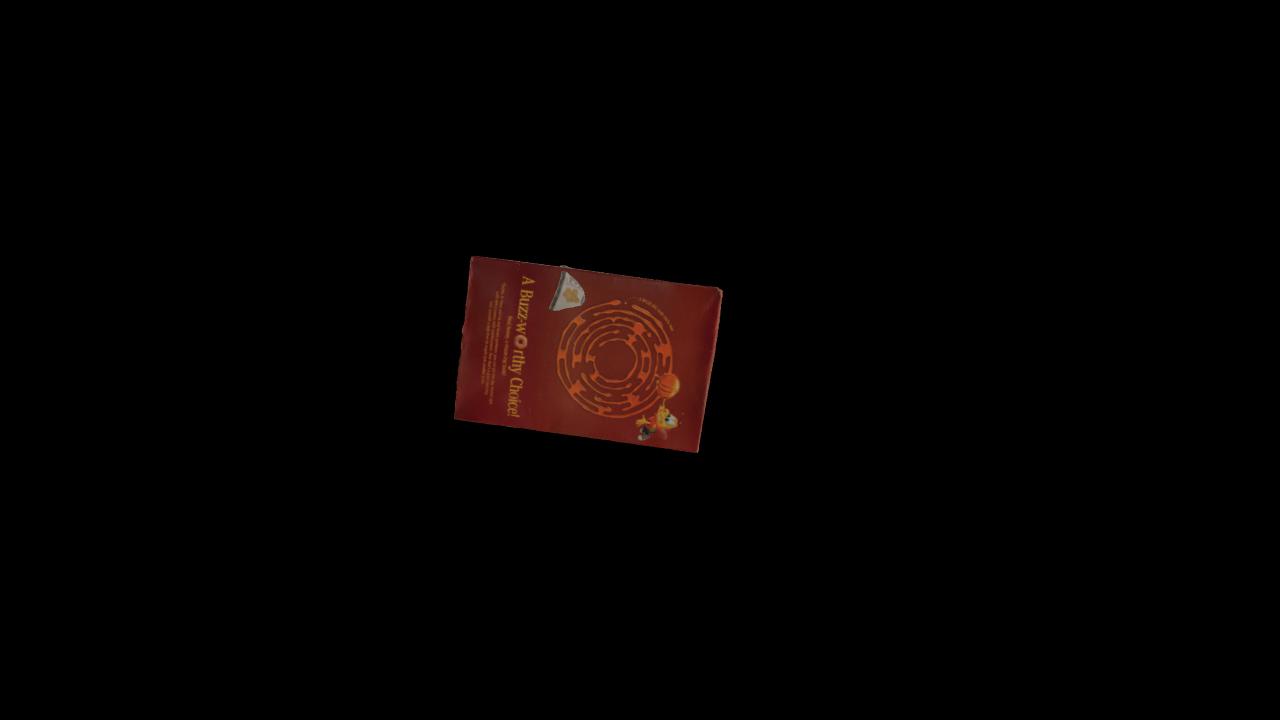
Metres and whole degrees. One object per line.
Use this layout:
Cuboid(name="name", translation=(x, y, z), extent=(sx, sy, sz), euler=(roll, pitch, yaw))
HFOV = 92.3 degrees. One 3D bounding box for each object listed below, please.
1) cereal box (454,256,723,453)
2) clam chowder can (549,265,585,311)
Cuboid(name="cereal box", translation=(-0.062, -0.008, 0.763), extent=(0.306, 0.203, 0.081), euler=(7, 6, 0))
Cuboid(name="clam chowder can", translation=(-0.059, -0.068, 0.754), extent=(0.102, 0.068, 0.068), euler=(20, -6, -18))
